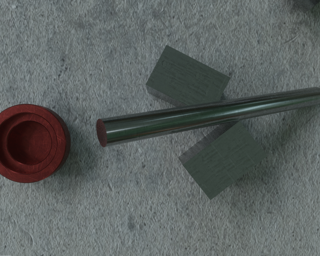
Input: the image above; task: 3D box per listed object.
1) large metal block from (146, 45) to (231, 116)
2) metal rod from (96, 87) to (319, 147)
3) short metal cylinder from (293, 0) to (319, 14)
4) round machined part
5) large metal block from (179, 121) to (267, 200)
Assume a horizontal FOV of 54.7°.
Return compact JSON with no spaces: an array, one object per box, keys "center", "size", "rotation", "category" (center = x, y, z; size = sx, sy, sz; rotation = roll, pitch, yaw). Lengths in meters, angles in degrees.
[{"center":[0.031,-0.052,0.383],"size":[0.080,0.080,0.050],"rotation":[27,90,0],"category":"large metal block"},{"center":[0.079,-0.019,0.340],"size":[0.303,0.025,0.025],"rotation":[-10,90,-30],"category":"metal rod"},{"center":[0.199,-0.191,0.385],"size":[0.080,0.080,0.050],"rotation":[-41,90,0],"category":"short metal cylinder"},{"center":[-0.164,0.019,0.399],"size":[0.099,0.042,0.097],"rotation":[0,90,-1],"category":"round machined part"},{"center":[0.072,0.036,0.383],"size":[0.080,0.080,0.050],"rotation":[-38,91,0],"category":"large metal block"}]
